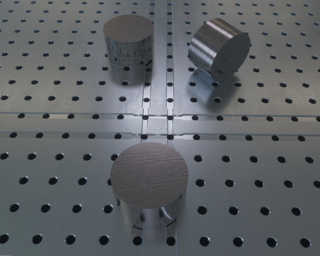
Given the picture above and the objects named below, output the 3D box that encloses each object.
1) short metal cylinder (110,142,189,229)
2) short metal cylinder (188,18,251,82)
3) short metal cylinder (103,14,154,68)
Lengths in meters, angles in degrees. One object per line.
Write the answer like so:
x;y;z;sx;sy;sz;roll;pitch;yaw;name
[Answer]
-0.011;0.062;0.339;0.081;0.050;0.080;0;50;0;short metal cylinder
0.090;-0.118;0.472;0.081;0.080;0.050;-30;56;-23;short metal cylinder
-0.050;-0.144;0.512;0.081;0.050;0.080;0;50;0;short metal cylinder
